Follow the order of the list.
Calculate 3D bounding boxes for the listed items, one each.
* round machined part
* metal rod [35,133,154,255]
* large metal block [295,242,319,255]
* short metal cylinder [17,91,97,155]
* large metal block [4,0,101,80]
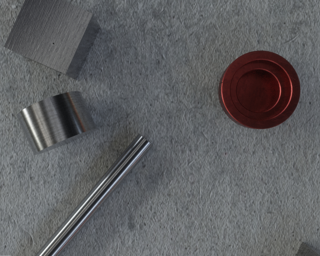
[{"bbox_3d":[0.125,-0.047,0.403,0.099,0.042,0.097,0,90,-1],"label":"round machined part"},{"bbox_3d":[-0.115,0.129,0.408,0.025,0.025,0.300,40,90,-1],"label":"metal rod"},{"bbox_3d":[0.214,0.210,0.401,0.080,0.050,0.080,27,90,-1],"label":"large metal block"},{"bbox_3d":[-0.125,-0.006,0.381,0.080,0.080,0.050,-24,90,0],"label":"short metal cylinder"},{"bbox_3d":[-0.134,-0.117,0.396,0.080,0.050,0.080,24,90,-1],"label":"large metal block"}]
